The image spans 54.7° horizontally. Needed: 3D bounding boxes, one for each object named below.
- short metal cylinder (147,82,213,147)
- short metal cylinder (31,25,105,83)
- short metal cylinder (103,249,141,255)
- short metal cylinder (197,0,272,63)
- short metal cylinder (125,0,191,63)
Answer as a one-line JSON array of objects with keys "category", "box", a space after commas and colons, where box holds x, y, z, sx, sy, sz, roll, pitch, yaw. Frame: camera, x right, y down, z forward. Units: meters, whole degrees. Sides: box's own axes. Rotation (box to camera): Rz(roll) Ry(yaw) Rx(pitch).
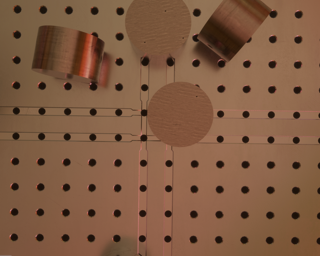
[{"category": "short metal cylinder", "box": [0.025, -0.017, 0.401, 0.081, 0.050, 0.079, 0, 90, 0]}, {"category": "short metal cylinder", "box": [-0.113, -0.088, 0.385, 0.080, 0.080, 0.050, 10, 90, 0]}, {"category": "short metal cylinder", "box": [-0.053, 0.206, 0.400, 0.081, 0.050, 0.079, 0, 90, 0]}, {"category": "short metal cylinder", "box": [0.092, -0.129, 0.386, 0.050, 0.080, 0.080, 39, 90, 0]}, {"category": "short metal cylinder", "box": [-0.002, -0.128, 0.401, 0.081, 0.050, 0.079, 0, 90, 0]}]
